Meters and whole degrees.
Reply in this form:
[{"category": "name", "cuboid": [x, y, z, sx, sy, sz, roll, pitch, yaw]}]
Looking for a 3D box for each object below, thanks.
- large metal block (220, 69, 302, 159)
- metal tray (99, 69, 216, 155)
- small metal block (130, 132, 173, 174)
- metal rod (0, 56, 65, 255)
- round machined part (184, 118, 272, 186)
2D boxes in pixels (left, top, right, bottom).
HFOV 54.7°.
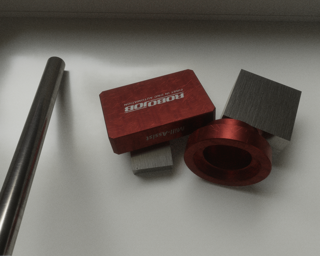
[{"category": "large metal block", "cuboid": [0.124, -0.018, 0.396, 0.080, 0.050, 0.080, 23, 59, 7]}, {"category": "metal tray", "cuboid": [-0.005, -0.024, 0.398, 0.131, 0.030, 0.090, -16, 47, -6]}, {"category": "small metal block", "cuboid": [-0.012, 0.030, 0.399, 0.050, 0.025, 0.050, -7, 70, -3]}, {"category": "metal rod", "cuboid": [-0.141, 0.016, 0.339, 0.025, 0.025, 0.300, -3, 46, -1]}, {"category": "round machined part", "cuboid": [0.080, 0.026, 0.365, 0.099, 0.097, 0.042, 14, 54, 4]}]
